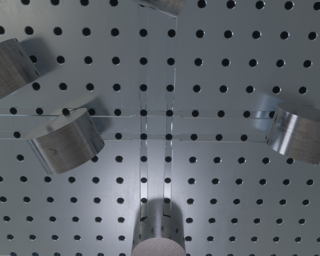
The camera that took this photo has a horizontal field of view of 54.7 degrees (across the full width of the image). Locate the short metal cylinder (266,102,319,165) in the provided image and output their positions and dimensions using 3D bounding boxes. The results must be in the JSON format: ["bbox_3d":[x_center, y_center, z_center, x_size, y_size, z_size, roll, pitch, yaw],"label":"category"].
[{"bbox_3d":[0.180,0.004,0.387,0.081,0.080,0.050,10,110,-4],"label":"short metal cylinder"}]

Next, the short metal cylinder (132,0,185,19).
[{"bbox_3d":[0.009,-0.163,0.324,0.050,0.080,0.079,20,109,-7],"label":"short metal cylinder"}]

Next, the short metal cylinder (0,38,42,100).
[{"bbox_3d":[-0.187,-0.062,0.359,0.080,0.080,0.050,-27,108,9],"label":"short metal cylinder"}]

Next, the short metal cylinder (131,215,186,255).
[{"bbox_3d":[-0.002,0.180,0.466,0.081,0.050,0.079,0,110,0],"label":"short metal cylinder"}]

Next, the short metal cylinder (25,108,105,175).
[{"bbox_3d":[-0.117,0.015,0.388,0.080,0.080,0.050,-21,109,7],"label":"short metal cylinder"}]
